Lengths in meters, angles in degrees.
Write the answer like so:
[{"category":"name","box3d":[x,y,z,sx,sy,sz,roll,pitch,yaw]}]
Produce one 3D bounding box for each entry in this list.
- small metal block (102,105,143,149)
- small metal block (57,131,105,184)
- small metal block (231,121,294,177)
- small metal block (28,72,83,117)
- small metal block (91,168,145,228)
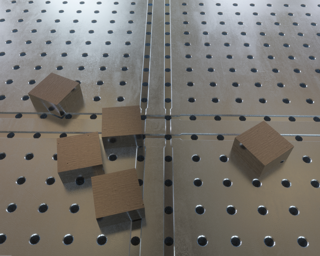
[{"category":"small metal block","box3d":[-0.050,-0.002,0.409,0.050,0.025,0.050,-4,50,-4]},{"category":"small metal block","box3d":[-0.096,0.035,0.377,0.050,0.025,0.050,-10,51,-9]},{"category":"small metal block","box3d":[0.128,0.025,0.388,0.050,0.025,0.050,-27,55,-21]},{"category":"small metal block","box3d":[-0.150,-0.049,0.447,0.050,0.025,0.050,21,53,16]},{"category":"small metal block","box3d":[-0.046,0.077,0.343,0.050,0.025,0.050,-10,51,-9]}]
